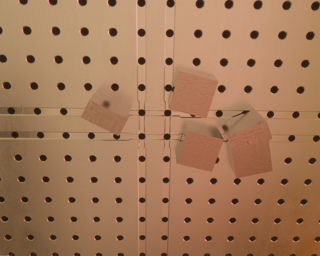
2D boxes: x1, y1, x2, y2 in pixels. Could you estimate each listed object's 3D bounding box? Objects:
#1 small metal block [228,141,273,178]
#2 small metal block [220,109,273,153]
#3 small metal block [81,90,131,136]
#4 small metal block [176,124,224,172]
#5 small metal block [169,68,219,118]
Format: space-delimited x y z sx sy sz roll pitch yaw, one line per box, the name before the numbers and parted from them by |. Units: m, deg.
small metal block | 0.124 0.037 0.429 0.050 0.025 0.050 -13 110 4
small metal block | 0.110 0.003 0.403 0.050 0.050 0.025 -22 109 7
small metal block | -0.066 -0.020 0.392 0.050 0.050 0.025 27 108 -10
small metal block | 0.053 0.027 0.424 0.050 0.025 0.050 14 109 -6
small metal block | 0.041 -0.045 0.397 0.050 0.025 0.050 13 110 -6
